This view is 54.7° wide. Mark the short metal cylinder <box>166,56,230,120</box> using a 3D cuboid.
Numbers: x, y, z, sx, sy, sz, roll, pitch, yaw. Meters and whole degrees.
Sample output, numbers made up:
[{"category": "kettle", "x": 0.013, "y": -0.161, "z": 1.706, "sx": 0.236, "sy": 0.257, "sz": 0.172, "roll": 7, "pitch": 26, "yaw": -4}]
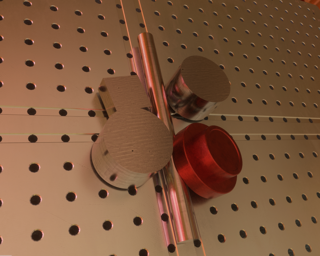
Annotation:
[{"category": "short metal cylinder", "x": 0.054, "y": -0.058, "z": 0.451, "sx": 0.081, "sy": 0.050, "sz": 0.080, "roll": 14, "pitch": 56, "yaw": -21}]

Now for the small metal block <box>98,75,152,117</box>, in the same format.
[{"category": "small metal block", "x": -0.046, "y": -0.039, "z": 0.402, "sx": 0.050, "sy": 0.025, "sz": 0.050, "roll": -12, "pitch": 68, "yaw": -33}]

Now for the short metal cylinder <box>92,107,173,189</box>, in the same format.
[{"category": "short metal cylinder", "x": -0.032, "y": 0.023, "z": 0.355, "sx": 0.081, "sy": 0.050, "sz": 0.080, "roll": 14, "pitch": 56, "yaw": -21}]

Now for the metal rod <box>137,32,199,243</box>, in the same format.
[{"category": "metal rod", "x": 0.004, "y": -0.006, "z": 0.409, "sx": 0.025, "sy": 0.025, "sz": 0.299, "roll": 3, "pitch": 60, "yaw": -27}]

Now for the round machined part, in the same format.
[{"category": "round machined part", "x": 0.066, "y": 0.036, "z": 0.391, "sx": 0.098, "sy": 0.042, "sz": 0.098, "roll": 27, "pitch": 45, "yaw": -31}]
